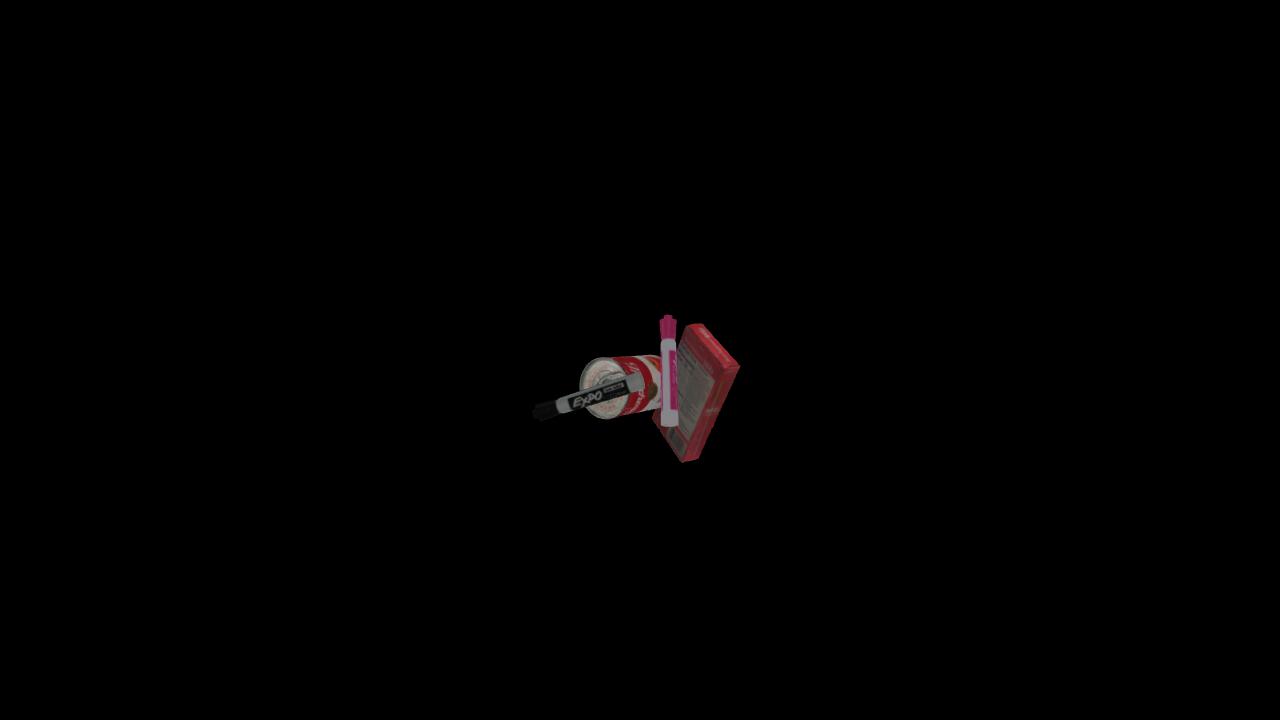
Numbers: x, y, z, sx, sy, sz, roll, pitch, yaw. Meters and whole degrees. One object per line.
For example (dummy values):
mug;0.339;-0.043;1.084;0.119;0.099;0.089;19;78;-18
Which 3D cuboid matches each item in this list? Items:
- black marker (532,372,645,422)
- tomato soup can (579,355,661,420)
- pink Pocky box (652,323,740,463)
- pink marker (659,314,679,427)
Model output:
black marker;-0.054;0.038;0.633;0.121;0.020;0.020;-18;-3;9
tomato soup can;-0.012;0.029;0.702;0.068;0.068;0.101;0;2;34
pink Pocky box;0.064;0.041;0.747;0.029;0.155;0.084;-6;41;-31
pink marker;0.031;0.010;0.654;0.020;0.121;0.020;0;-15;0
